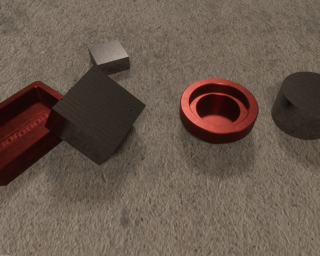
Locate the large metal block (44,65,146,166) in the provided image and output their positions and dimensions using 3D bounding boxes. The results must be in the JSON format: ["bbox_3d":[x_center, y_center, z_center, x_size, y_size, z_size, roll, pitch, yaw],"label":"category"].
[{"bbox_3d":[-0.077,-0.015,0.377,0.080,0.050,0.080,38,54,-9],"label":"large metal block"}]

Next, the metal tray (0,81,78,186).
[{"bbox_3d":[-0.177,0.001,0.396,0.090,0.030,0.131,31,56,23],"label":"metal tray"}]

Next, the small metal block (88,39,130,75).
[{"bbox_3d":[-0.082,-0.112,0.496,0.050,0.025,0.050,-20,53,-16],"label":"small metal block"}]

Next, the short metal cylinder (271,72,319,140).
[{"bbox_3d":[0.197,-0.030,0.415,0.081,0.050,0.080,0,50,0],"label":"short metal cylinder"}]

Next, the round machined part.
[{"bbox_3d":[0.075,-0.018,0.408,0.099,0.042,0.098,0,50,0],"label":"round machined part"}]
